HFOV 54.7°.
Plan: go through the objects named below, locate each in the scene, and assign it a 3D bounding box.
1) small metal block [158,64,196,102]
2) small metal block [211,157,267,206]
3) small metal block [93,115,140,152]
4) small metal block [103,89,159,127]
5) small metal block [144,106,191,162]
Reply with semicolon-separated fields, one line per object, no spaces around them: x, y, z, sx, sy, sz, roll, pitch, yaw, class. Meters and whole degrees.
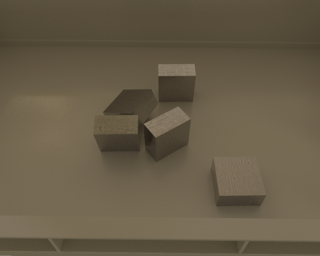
0.023;-0.064;0.442;0.050;0.050;0.025;-1;50;-1;small metal block
0.088;0.061;0.355;0.050;0.025;0.050;-1;50;-1;small metal block
-0.051;0.008;0.379;0.050;0.050;0.025;-1;62;-1;small metal block
-0.039;-0.027;0.415;0.050;0.025;0.050;4;45;37;small metal block
0.009;0.008;0.382;0.050;0.050;0.025;-28;56;-21;small metal block
